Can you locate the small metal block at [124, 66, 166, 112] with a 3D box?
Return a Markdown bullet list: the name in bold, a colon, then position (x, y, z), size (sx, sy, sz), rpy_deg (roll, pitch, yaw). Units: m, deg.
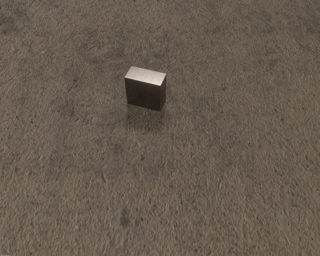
- **small metal block**: position (-0.019, -0.054, 0.432), size (0.050, 0.050, 0.025), rpy_deg (15, 52, 11)
